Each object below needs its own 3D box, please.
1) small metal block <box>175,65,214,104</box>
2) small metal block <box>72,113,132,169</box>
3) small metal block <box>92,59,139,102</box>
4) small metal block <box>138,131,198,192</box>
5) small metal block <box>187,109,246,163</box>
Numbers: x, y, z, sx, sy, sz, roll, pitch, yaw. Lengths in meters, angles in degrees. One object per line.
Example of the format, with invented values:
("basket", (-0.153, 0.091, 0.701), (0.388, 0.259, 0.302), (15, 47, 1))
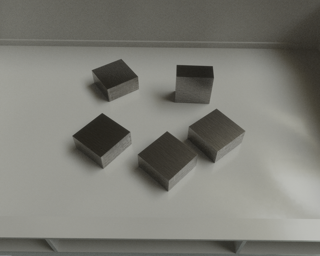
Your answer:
("small metal block", (0.048, -0.061, 0.441), (0.050, 0.050, 0.025), (2, 50, 1))
("small metal block", (-0.072, 0.015, 0.391), (0.050, 0.025, 0.050), (33, 57, 24))
("small metal block", (-0.067, -0.072, 0.465), (0.050, 0.025, 0.050), (-27, 55, -21))
("small metal block", (0.009, 0.039, 0.373), (0.050, 0.025, 0.050), (37, 59, 26))
("small metal block", (0.072, 0.009, 0.399), (0.050, 0.025, 0.050), (-32, 57, -24))
